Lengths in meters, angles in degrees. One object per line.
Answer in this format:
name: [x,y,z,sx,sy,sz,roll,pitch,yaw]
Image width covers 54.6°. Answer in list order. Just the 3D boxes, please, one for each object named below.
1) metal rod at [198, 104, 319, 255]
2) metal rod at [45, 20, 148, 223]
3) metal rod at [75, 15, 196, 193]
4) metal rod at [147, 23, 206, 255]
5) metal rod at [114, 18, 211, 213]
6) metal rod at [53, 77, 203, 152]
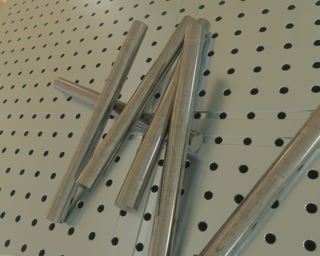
metal rod: [0.091,0.083,0.310,0.300,0.025,0.025,-49,51,-7]
metal rod: [-0.084,-0.016,0.434,0.025,0.025,0.299,15,78,34]
metal rod: [-0.020,-0.049,0.421,0.025,0.025,0.300,11,59,33]
metal rod: [0.021,0.014,0.358,0.025,0.025,0.299,1,71,29]
metal rod: [0.015,-0.037,0.396,0.025,0.025,0.300,4,55,30]
metal rod: [-0.067,-0.030,0.463,0.300,0.025,0.025,23,74,36]
